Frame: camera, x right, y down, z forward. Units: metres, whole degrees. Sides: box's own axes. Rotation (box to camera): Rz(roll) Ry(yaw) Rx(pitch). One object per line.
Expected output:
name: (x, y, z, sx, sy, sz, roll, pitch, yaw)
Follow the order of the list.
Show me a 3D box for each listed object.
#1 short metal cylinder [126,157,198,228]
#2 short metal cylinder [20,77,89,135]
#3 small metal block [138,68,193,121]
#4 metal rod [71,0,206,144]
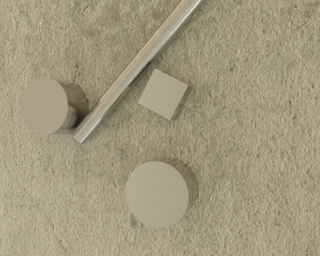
short metal cylinder: (0.004, 0.079, 0.394, 0.080, 0.050, 0.079, 0, 90, 19)
short metal cylinder: (-0.152, -0.030, 0.448, 0.080, 0.050, 0.079, 0, 90, 19)
small metal block: (0.007, -0.043, 0.406, 0.050, 0.025, 0.050, 30, 100, 17)
metal rod: (-0.020, -0.094, 0.415, 0.025, 0.025, 0.299, 45, 104, 14)
